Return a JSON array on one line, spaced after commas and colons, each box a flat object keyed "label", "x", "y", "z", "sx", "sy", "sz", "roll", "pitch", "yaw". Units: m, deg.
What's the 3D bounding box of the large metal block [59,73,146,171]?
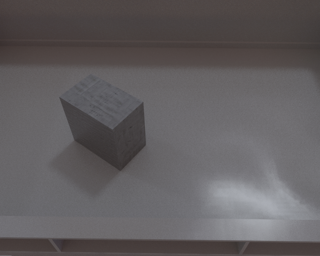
[{"label": "large metal block", "x": -0.065, "y": -0.006, "z": 0.375, "sx": 0.080, "sy": 0.080, "sz": 0.050, "roll": 30, "pitch": 56, "yaw": 22}]
